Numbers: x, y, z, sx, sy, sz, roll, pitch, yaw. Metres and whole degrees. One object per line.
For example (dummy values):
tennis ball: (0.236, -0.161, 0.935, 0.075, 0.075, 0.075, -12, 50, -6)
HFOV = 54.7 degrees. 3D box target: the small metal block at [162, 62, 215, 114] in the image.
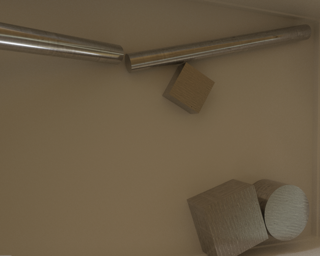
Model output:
small metal block: (0.039, -0.054, 0.426, 0.050, 0.025, 0.050, 31, 80, -18)

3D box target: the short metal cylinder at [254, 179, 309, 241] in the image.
short metal cylinder: (0.173, 0.120, 0.463, 0.081, 0.050, 0.079, 0, 90, -21)

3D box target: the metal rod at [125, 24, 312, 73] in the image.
metal rod: (0.097, -0.118, 0.446, 0.302, 0.025, 0.025, -15, 95, -20)

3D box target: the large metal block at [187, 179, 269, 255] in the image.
large metal block: (0.094, 0.127, 0.434, 0.081, 0.050, 0.080, -19, 97, -19)

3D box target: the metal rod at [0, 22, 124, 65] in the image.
metal rod: (-0.154, -0.085, 0.280, 0.302, 0.025, 0.025, -5, 92, -49)
